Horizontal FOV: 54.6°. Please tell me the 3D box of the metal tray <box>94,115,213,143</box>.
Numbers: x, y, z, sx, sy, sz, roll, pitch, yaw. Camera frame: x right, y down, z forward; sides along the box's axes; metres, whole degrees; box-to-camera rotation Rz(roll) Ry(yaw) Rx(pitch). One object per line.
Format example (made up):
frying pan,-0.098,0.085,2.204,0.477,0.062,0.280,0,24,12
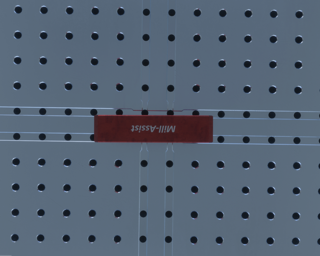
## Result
metal tray,-0.007,0.001,0.380,0.131,0.090,0.030,0,90,0
